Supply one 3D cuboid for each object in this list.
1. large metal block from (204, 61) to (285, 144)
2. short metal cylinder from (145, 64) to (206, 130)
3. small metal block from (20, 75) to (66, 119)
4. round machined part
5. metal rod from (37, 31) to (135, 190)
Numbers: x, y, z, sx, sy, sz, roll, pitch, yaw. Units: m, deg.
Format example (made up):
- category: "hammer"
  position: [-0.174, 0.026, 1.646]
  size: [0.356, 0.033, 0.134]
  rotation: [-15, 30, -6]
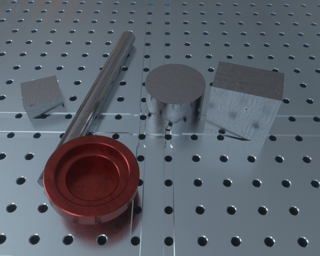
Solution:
- category: "large metal block"
  position: [0.106, -0.032, 0.400]
  size: [0.080, 0.080, 0.050]
  rotation: [13, 51, 10]
- category: "short metal cylinder"
  position: [0.020, -0.044, 0.429]
  size: [0.081, 0.050, 0.080]
  rotation: [0, 50, 0]
- category: "small metal block"
  position: [-0.168, -0.045, 0.443]
  size: [0.050, 0.025, 0.050]
  rotation: [-16, 52, -14]
- category: "round machined part"
  position: [-0.073, 0.059, 0.340]
  size: [0.099, 0.042, 0.098]
  rotation: [5, 51, -7]
- category: "metal rod"
  position: [-0.091, -0.047, 0.445]
  size: [0.025, 0.025, 0.300]
  rotation: [11, 51, 9]
